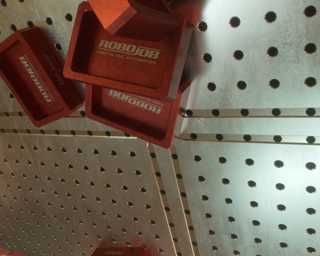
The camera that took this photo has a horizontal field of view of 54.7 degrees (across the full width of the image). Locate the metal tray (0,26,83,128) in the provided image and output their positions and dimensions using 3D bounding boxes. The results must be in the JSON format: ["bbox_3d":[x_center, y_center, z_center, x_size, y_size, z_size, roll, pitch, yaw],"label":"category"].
[{"bbox_3d":[-0.184,-0.071,0.458,0.090,0.030,0.130,-17,110,34],"label":"metal tray"}]

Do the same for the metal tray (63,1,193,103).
[{"bbox_3d":[-0.038,-0.086,0.345,0.130,0.030,0.089,15,92,19],"label":"metal tray"}]

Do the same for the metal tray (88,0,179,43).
[{"bbox_3d":[-0.043,-0.142,0.279,0.030,0.090,0.130,-34,84,28],"label":"metal tray"}]

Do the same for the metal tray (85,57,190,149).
[{"bbox_3d":[-0.034,-0.036,0.401,0.130,0.030,0.089,21,126,15],"label":"metal tray"}]

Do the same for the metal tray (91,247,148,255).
[{"bbox_3d":[-0.070,0.282,0.617,0.130,0.030,0.090,-15,111,34],"label":"metal tray"}]
